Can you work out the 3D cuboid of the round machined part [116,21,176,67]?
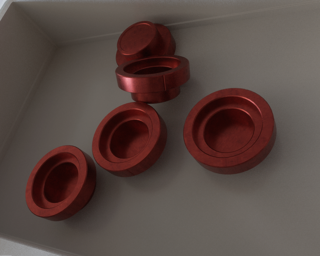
[{"bbox_3d":[-0.028,-0.129,0.489,0.098,0.042,0.098,-13,56,21],"label":"round machined part"}]

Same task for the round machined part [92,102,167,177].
[{"bbox_3d":[-0.035,0.018,0.402,0.098,0.042,0.098,-13,56,21],"label":"round machined part"}]

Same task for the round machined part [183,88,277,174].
[{"bbox_3d":[0.080,0.007,0.349,0.098,0.042,0.098,-13,56,21],"label":"round machined part"}]

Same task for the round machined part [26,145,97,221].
[{"bbox_3d":[-0.126,0.076,0.415,0.098,0.042,0.098,-13,56,21],"label":"round machined part"}]

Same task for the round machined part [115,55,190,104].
[{"bbox_3d":[-0.008,-0.065,0.420,0.099,0.042,0.098,-6,28,3],"label":"round machined part"}]
